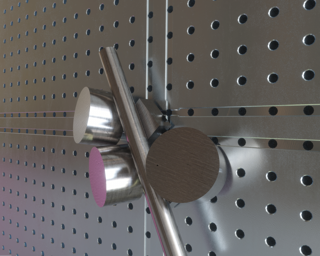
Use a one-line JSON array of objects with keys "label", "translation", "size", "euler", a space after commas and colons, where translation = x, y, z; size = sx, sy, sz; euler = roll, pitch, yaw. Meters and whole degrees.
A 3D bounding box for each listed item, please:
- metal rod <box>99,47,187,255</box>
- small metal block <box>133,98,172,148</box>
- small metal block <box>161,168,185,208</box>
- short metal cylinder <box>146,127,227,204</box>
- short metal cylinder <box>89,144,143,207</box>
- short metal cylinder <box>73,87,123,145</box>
[{"label": "metal rod", "translation": [-0.024, 0.029, 0.391], "size": [0.025, 0.025, 0.299], "euler": [-32, 70, 35]}, {"label": "small metal block", "translation": [-0.020, -0.004, 0.421], "size": [0.050, 0.025, 0.050], "euler": [-51, 61, 28]}, {"label": "small metal block", "translation": [0.009, 0.072, 0.397], "size": [0.050, 0.025, 0.050], "euler": [-48, 62, 29]}, {"label": "short metal cylinder", "translation": [0.031, 0.044, 0.346], "size": [0.080, 0.050, 0.080], "euler": [-6, 74, 19]}, {"label": "short metal cylinder", "translation": [-0.061, 0.063, 0.421], "size": [0.080, 0.050, 0.079], "euler": [15, 107, 61]}, {"label": "short metal cylinder", "translation": [-0.088, -0.015, 0.443], "size": [0.080, 0.050, 0.080], "euler": [-25, 60, 56]}]
